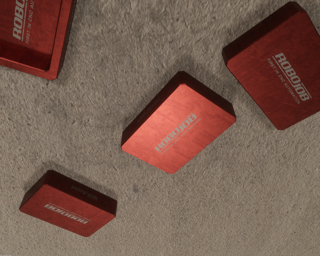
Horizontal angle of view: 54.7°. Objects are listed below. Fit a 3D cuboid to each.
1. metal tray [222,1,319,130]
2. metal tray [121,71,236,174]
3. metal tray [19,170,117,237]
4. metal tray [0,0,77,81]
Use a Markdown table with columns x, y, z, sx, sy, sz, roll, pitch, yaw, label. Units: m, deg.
| x | y | z | sx | sy | sz | roll | pitch | yaw | label |
| --- | --- | --- | --- | --- | --- | --- | --- | --- | --- |
| 0.144 | -0.063 | 0.353 | 0.090 | 0.030 | 0.130 | -33 | 123 | 25 | metal tray |
| 0.021 | -0.001 | 0.403 | 0.090 | 0.030 | 0.129 | 30 | 124 | -24 | metal tray |
| -0.149 | 0.129 | 0.511 | 0.130 | 0.030 | 0.090 | 33 | 122 | -26 | metal tray |
| -0.133 | -0.118 | 0.301 | 0.091 | 0.030 | 0.129 | 16 | 128 | -14 | metal tray |
